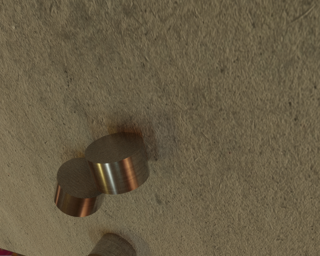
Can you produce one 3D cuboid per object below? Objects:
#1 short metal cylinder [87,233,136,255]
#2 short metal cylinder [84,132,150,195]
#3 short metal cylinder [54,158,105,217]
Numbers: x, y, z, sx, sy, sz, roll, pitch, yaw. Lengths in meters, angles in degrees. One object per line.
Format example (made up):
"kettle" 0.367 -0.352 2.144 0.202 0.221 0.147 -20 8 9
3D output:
"short metal cylinder" -0.093 0.250 0.595 0.080 0.050 0.079 13 124 21
"short metal cylinder" -0.058 0.047 0.431 0.080 0.080 0.050 4 120 26
"short metal cylinder" -0.126 0.094 0.496 0.080 0.080 0.050 30 128 9
